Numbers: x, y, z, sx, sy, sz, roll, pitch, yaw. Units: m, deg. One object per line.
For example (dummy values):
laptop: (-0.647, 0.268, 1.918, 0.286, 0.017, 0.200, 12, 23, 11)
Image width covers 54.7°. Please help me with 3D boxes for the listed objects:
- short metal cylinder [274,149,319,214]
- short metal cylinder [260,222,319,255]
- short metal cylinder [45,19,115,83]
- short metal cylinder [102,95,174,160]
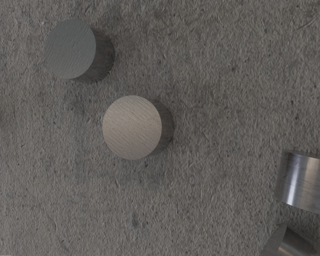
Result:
short metal cylinder: (0.165, 0.055, 0.321, 0.080, 0.080, 0.050, 11, 94, 19)
short metal cylinder: (0.138, 0.149, 0.331, 0.050, 0.080, 0.080, 31, 100, 17)
short metal cylinder: (-0.112, -0.105, 0.435, 0.080, 0.050, 0.080, 0, 90, 20)
short metal cylinder: (-0.027, -0.001, 0.405, 0.080, 0.050, 0.080, 0, 90, 20)
